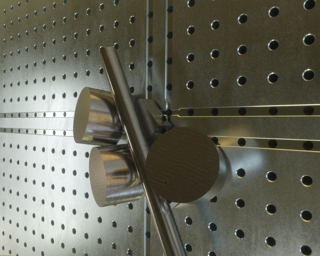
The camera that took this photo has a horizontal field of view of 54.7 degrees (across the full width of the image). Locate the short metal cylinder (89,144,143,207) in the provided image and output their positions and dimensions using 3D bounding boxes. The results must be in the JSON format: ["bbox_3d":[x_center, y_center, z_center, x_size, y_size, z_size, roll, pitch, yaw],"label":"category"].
[{"bbox_3d":[-0.061,0.063,0.421,0.080,0.050,0.079,15,107,61],"label":"short metal cylinder"}]

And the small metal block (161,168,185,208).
[{"bbox_3d":[0.009,0.072,0.397,0.050,0.025,0.050,-48,62,29],"label":"small metal block"}]

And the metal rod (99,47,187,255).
[{"bbox_3d":[-0.024,0.029,0.391,0.025,0.025,0.299,-32,70,35],"label":"metal rod"}]

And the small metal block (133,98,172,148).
[{"bbox_3d":[-0.020,-0.004,0.421,0.050,0.025,0.050,-51,61,28],"label":"small metal block"}]

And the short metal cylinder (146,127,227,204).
[{"bbox_3d":[0.031,0.044,0.346,0.080,0.050,0.080,-6,74,19],"label":"short metal cylinder"}]

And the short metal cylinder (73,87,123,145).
[{"bbox_3d":[-0.088,-0.015,0.443,0.080,0.050,0.080,-25,60,56],"label":"short metal cylinder"}]
